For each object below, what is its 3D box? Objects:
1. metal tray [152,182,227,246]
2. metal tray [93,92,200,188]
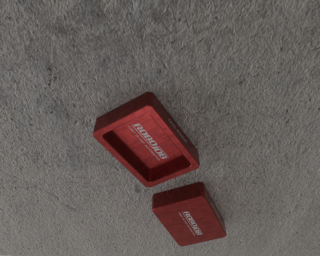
[{"bbox_3d":[0.053,0.152,0.534,0.090,0.030,0.130,-19,128,15],"label":"metal tray"},{"bbox_3d":[-0.015,0.022,0.421,0.090,0.030,0.130,-26,126,20],"label":"metal tray"}]
